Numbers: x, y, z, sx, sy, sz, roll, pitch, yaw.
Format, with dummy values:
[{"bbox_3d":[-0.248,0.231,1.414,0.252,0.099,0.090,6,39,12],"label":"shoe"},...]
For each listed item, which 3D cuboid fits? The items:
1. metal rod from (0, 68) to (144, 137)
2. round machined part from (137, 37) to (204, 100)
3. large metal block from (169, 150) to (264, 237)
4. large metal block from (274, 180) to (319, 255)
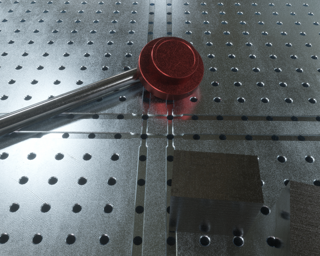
[{"bbox_3d":[-0.119,-0.042,0.442,0.302,0.025,0.025,-24,54,-19],"label":"metal rod"},{"bbox_3d":[0.018,-0.093,0.453,0.099,0.042,0.098,4,69,-11],"label":"round machined part"},{"bbox_3d":[0.052,0.068,0.315,0.080,0.080,0.050,4,50,3],"label":"large metal block"},{"bbox_3d":[0.161,0.106,0.303,0.080,0.050,0.080,12,51,9],"label":"large metal block"}]
